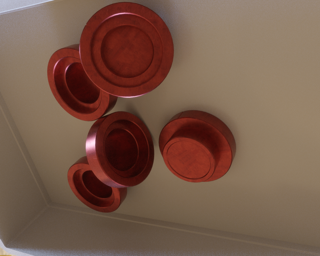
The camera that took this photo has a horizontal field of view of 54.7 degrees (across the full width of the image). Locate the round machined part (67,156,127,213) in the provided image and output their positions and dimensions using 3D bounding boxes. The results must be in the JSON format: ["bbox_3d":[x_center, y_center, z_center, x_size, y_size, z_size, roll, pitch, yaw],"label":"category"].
[{"bbox_3d":[-0.096,0.085,0.498,0.098,0.042,0.097,13,124,20],"label":"round machined part"}]

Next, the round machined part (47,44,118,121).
[{"bbox_3d":[-0.095,-0.061,0.405,0.098,0.042,0.097,14,123,24],"label":"round machined part"}]

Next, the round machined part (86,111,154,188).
[{"bbox_3d":[-0.056,0.030,0.409,0.042,0.099,0.098,-16,111,41],"label":"round machined part"}]

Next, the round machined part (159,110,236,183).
[{"bbox_3d":[0.043,0.030,0.393,0.098,0.042,0.097,13,124,20],"label":"round machined part"}]

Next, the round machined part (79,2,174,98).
[{"bbox_3d":[-0.036,-0.085,0.344,0.099,0.042,0.097,-1,103,-4],"label":"round machined part"}]
